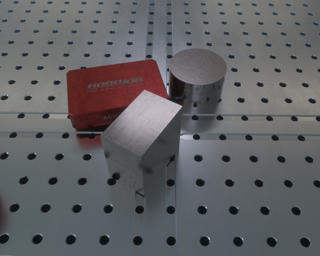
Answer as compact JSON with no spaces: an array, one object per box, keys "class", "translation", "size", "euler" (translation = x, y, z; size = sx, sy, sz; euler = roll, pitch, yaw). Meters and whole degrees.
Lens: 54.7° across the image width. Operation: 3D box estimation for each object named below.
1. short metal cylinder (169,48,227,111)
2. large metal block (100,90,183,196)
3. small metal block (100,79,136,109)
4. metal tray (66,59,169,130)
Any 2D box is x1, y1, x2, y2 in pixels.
[{"class":"short metal cylinder","translation":[0.053,-0.071,0.452],"size":[0.081,0.050,0.080],"euler":[0,50,0]},{"class":"large metal block","translation":[-0.018,0.017,0.357],"size":[0.050,0.080,0.080],"euler":[26,55,20]},{"class":"small metal block","translation":[-0.062,-0.044,0.444],"size":[0.050,0.025,0.050],"euler":[-19,53,-16]},{"class":"metal tray","translation":[-0.061,-0.050,0.437],"size":[0.131,0.030,0.090],"euler":[-10,51,-9]}]
